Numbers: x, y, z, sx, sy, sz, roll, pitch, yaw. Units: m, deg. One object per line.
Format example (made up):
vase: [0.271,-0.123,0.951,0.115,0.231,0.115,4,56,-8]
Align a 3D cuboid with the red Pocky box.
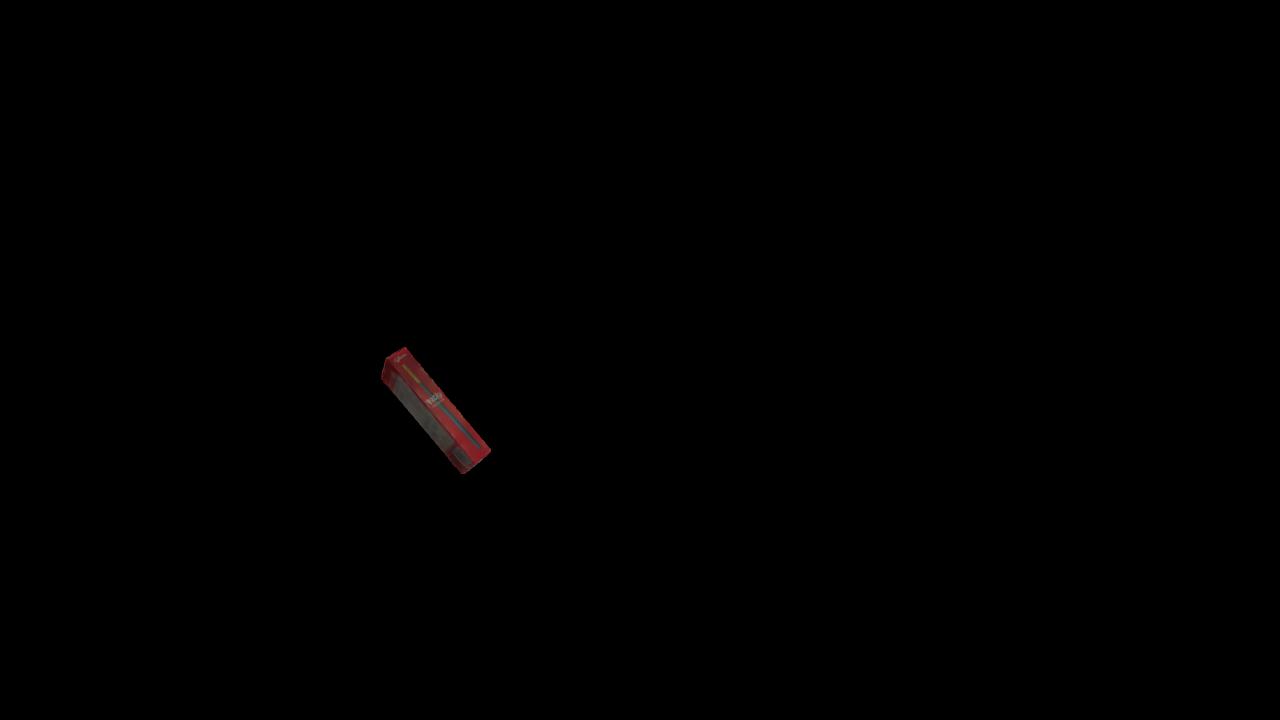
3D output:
red Pocky box: [-0.238,0.061,0.713,0.028,0.155,0.083,-41,4,-31]
